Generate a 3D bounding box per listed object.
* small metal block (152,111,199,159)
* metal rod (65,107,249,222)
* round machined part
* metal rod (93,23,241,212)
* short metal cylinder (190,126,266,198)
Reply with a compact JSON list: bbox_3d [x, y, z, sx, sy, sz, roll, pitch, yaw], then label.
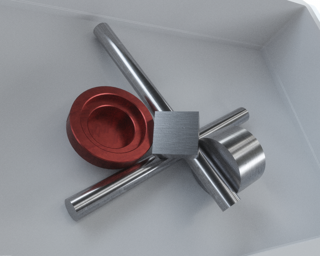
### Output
[{"bbox_3d":[0.020,0.008,0.358,0.050,0.025,0.050,1,74,10],"label":"small metal block"},{"bbox_3d":[0.021,0.030,0.398,0.302,0.025,0.025,-25,76,-37],"label":"metal rod"},{"bbox_3d":[-0.059,0.003,0.361,0.099,0.042,0.098,14,56,-21],"label":"round machined part"},{"bbox_3d":[-0.002,-0.027,0.398,0.025,0.025,0.299,-21,66,-36],"label":"metal rod"},{"bbox_3d":[0.083,0.042,0.389,0.050,0.080,0.080,-22,74,-36],"label":"short metal cylinder"}]
